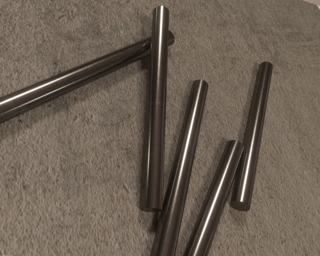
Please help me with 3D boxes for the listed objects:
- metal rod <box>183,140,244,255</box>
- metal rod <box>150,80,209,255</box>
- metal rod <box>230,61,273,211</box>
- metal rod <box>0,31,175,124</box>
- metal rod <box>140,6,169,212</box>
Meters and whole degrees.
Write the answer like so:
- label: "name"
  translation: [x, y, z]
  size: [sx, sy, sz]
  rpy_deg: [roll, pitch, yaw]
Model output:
- label: "metal rod"
  translation: [0.048, 0.126, 0.353]
  size: [0.025, 0.025, 0.301]
  rpy_deg: [36, 51, -5]
- label: "metal rod"
  translation: [0.028, 0.050, 0.390]
  size: [0.025, 0.025, 0.300]
  rpy_deg: [26, 52, -13]
- label: "metal rod"
  translation: [0.152, -0.007, 0.492]
  size: [0.025, 0.025, 0.301]
  rpy_deg: [31, 51, -9]
- label: "metal rod"
  translation: [-0.083, -0.078, 0.407]
  size: [0.025, 0.025, 0.302]
  rpy_deg: [50, 51, 6]
- label: "metal rod"
  translation: [-0.004, -0.043, 0.410]
  size: [0.025, 0.025, 0.299]
  rpy_deg: [13, 62, -21]
